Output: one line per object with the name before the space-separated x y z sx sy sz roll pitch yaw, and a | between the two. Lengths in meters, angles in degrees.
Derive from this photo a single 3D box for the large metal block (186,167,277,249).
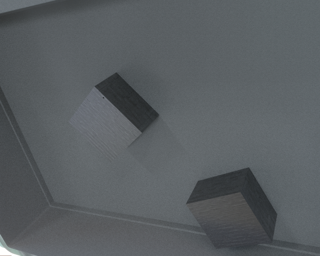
large metal block | 0.095 0.107 0.409 0.080 0.050 0.080 -24 106 36

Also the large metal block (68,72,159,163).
large metal block | -0.063 -0.013 0.418 0.080 0.050 0.080 45 129 -3
